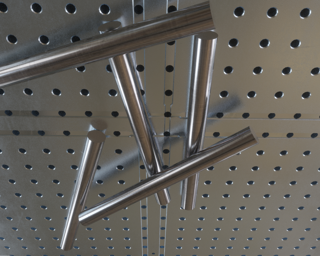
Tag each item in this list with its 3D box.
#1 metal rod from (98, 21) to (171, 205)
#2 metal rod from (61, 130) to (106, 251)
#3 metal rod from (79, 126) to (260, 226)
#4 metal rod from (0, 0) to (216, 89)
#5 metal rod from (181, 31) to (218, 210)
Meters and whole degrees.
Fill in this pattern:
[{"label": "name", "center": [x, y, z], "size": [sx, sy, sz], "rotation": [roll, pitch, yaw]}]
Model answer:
[{"label": "metal rod", "center": [-0.023, 0.006, 0.416], "size": [0.025, 0.025, 0.298], "rotation": [-9, 130, 7]}, {"label": "metal rod", "center": [-0.133, 0.119, 0.510], "size": [0.025, 0.025, 0.298], "rotation": [14, 129, -12]}, {"label": "metal rod", "center": [-0.002, 0.077, 0.443], "size": [0.300, 0.025, 0.025], "rotation": [-30, 124, 23]}, {"label": "metal rod", "center": [-0.094, -0.074, 0.321], "size": [0.301, 0.025, 0.025], "rotation": [-11, 130, 18]}, {"label": "metal rod", "center": [0.048, 0.015, 0.424], "size": [0.025, 0.025, 0.298], "rotation": [0, 130, -1]}]
